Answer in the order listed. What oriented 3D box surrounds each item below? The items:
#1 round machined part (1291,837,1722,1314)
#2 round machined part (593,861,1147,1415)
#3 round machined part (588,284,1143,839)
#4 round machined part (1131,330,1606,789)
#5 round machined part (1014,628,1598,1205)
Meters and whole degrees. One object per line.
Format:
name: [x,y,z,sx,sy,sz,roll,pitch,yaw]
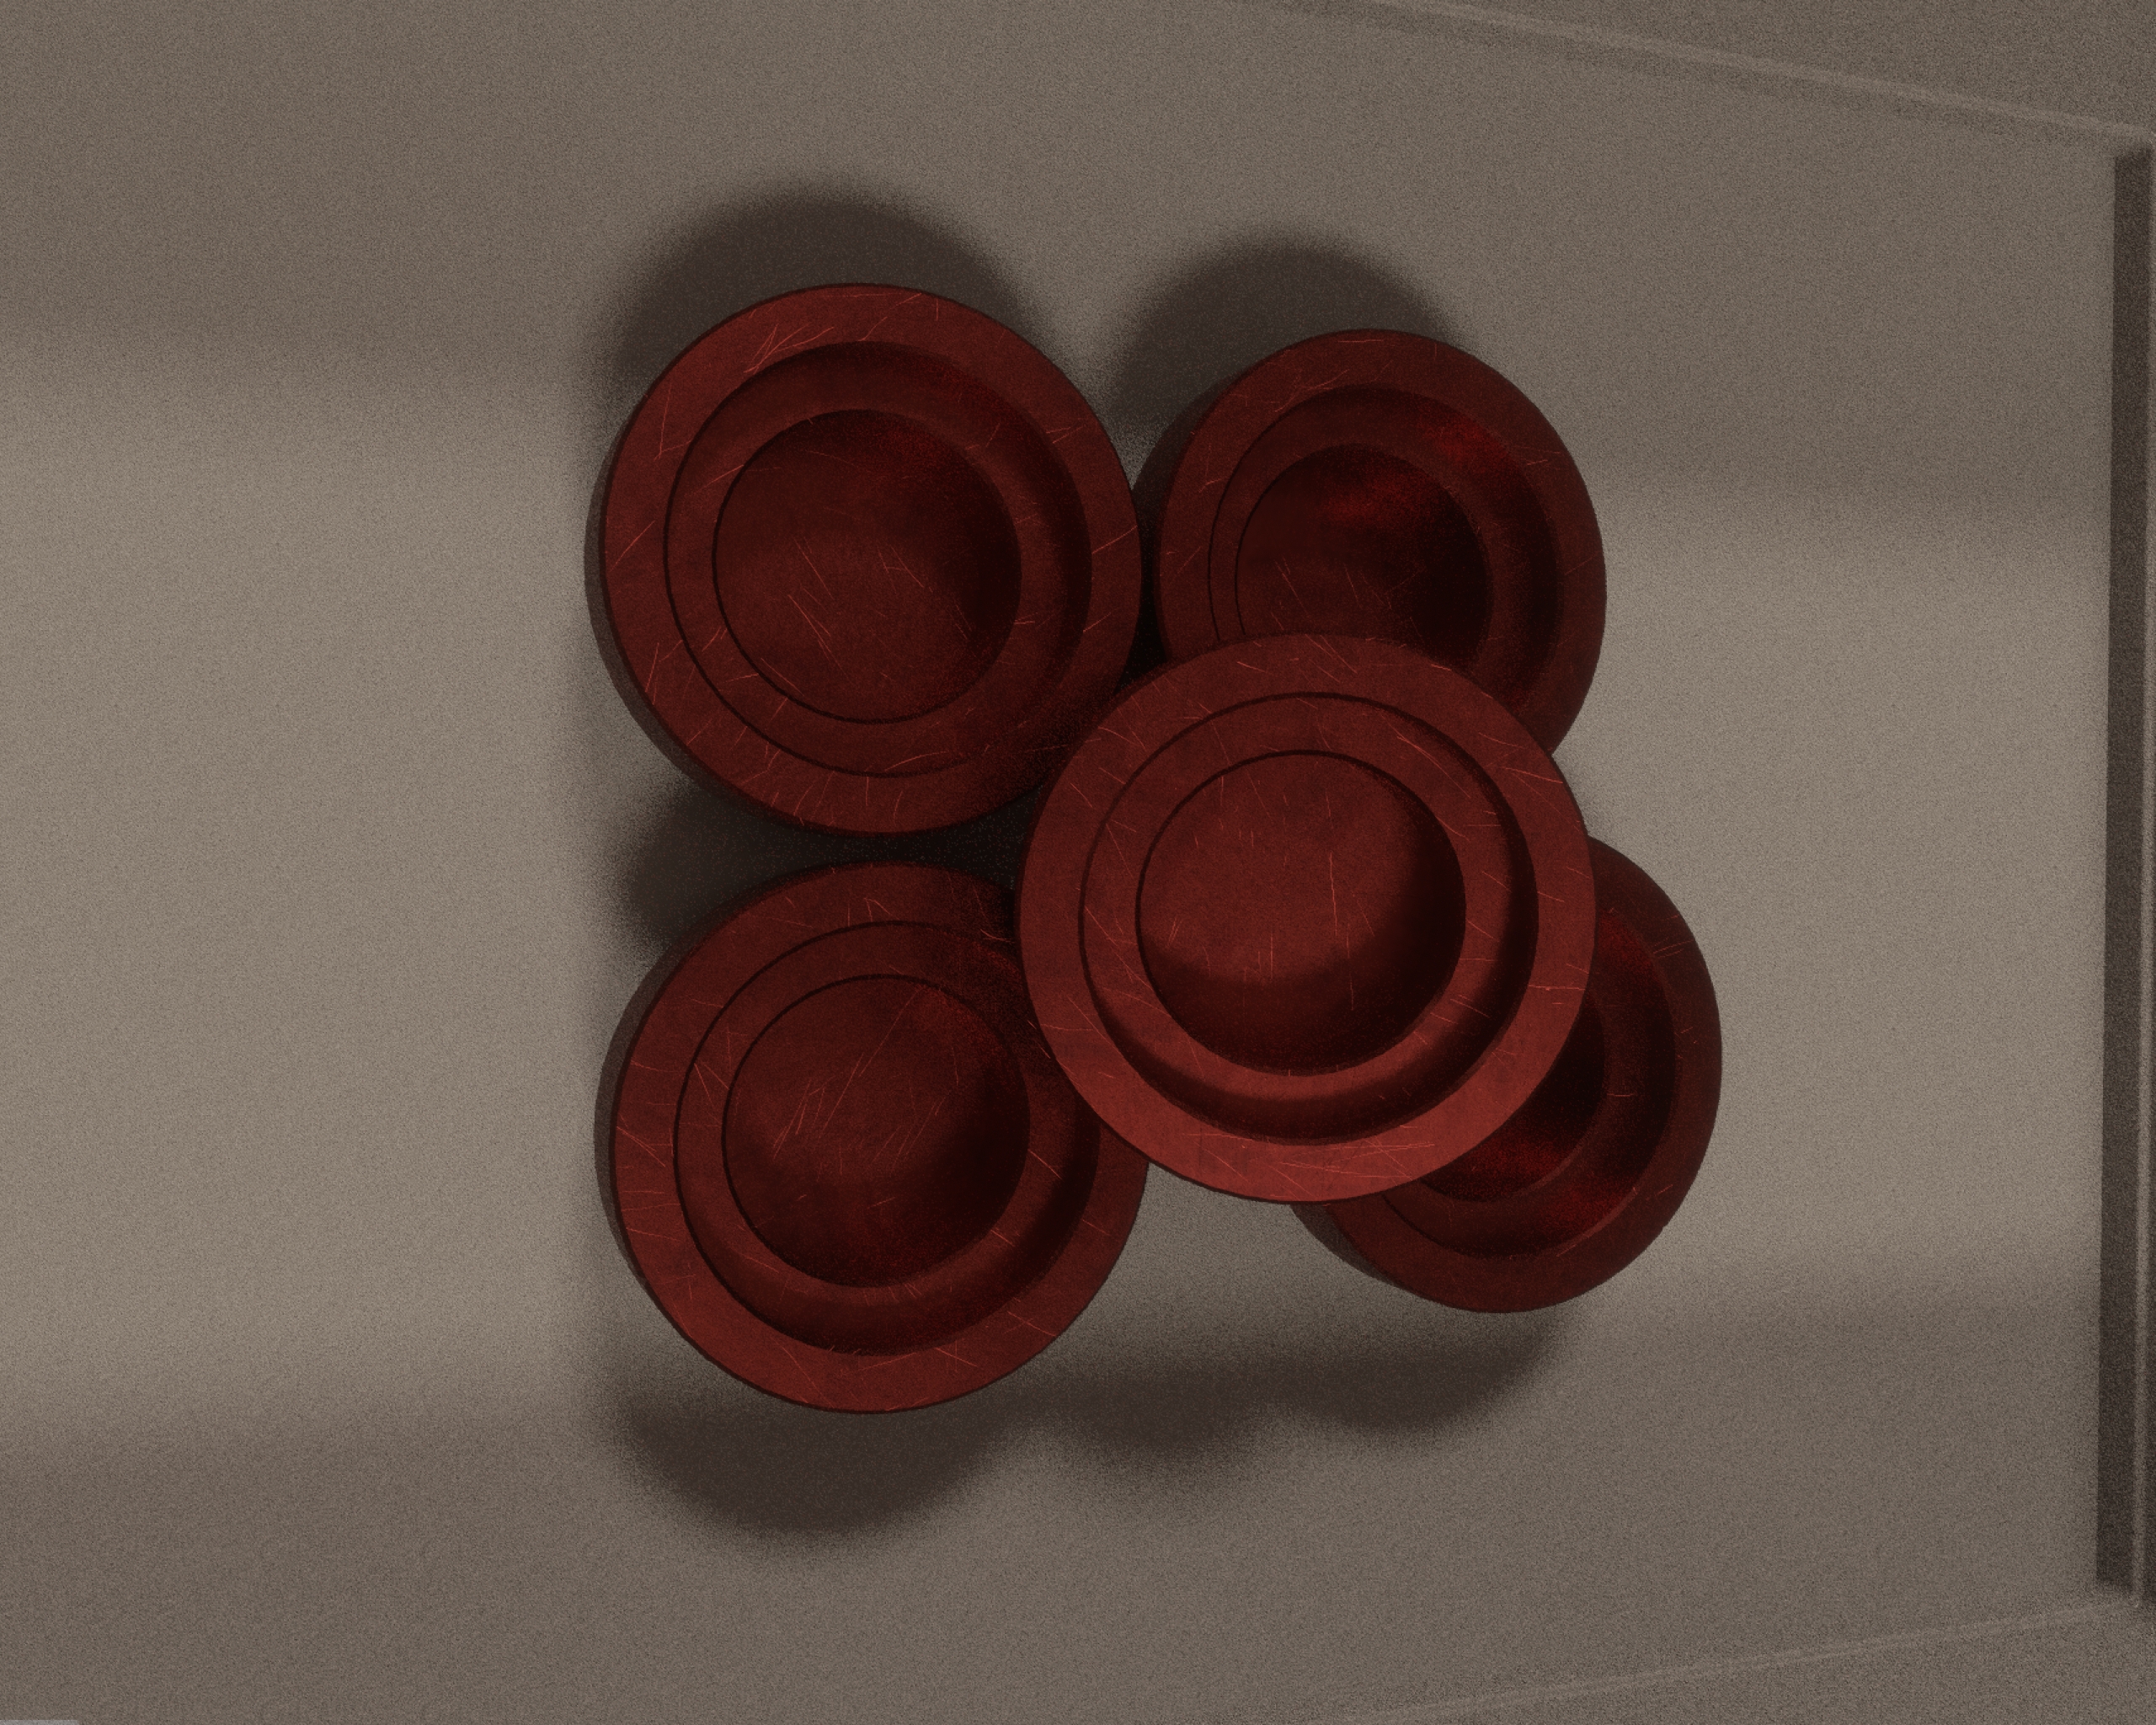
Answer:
round machined part: [0.079,0.040,0.431,0.099,0.042,0.097,0,90,-21]
round machined part: [-0.040,0.048,0.386,0.099,0.042,0.097,0,90,-21]
round machined part: [-0.041,-0.053,0.385,0.099,0.042,0.097,0,90,-21]
round machined part: [0.053,-0.054,0.420,0.099,0.042,0.097,0,90,-21]
round machined part: [0.038,0.008,0.370,0.099,0.042,0.097,0,95,-2]
